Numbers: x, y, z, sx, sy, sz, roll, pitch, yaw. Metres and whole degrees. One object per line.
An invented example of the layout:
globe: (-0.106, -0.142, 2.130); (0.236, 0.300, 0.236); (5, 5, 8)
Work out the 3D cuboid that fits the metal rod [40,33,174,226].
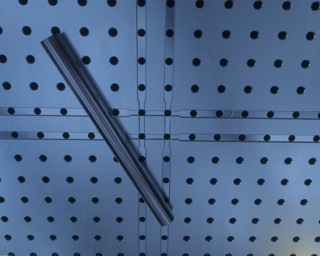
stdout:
metal rod: (-0.061, 0.015, 0.417); (0.025, 0.025, 0.299); (-27, 108, 9)
